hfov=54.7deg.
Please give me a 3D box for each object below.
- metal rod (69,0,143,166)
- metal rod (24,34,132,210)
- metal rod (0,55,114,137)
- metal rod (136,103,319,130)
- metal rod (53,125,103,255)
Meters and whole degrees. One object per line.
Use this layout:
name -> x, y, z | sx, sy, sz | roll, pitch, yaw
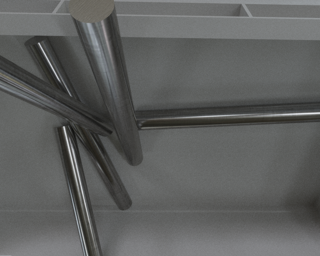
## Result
metal rod -> -0.037, -0.012, 0.309 | 0.025, 0.025, 0.299 | -1, 158, 0
metal rod -> -0.095, 0.017, 0.421 | 0.025, 0.025, 0.299 | -11, 130, 9
metal rod -> -0.117, -0.036, 0.272 | 0.025, 0.025, 0.300 | -17, 162, 13
metal rod -> 0.117, -0.016, 0.397 | 0.302, 0.025, 0.025 | -3, 130, 1
metal rod -> -0.100, 0.142, 0.427 | 0.025, 0.025, 0.298 | -10, 97, 7
